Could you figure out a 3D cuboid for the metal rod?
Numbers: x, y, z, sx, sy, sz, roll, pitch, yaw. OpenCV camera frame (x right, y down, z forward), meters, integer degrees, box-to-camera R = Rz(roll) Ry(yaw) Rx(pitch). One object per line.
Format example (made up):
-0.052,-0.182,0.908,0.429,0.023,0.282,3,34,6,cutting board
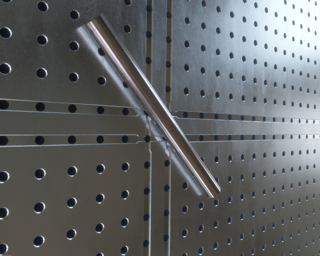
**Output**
0.004,-0.012,0.411,0.025,0.025,0.300,-50,120,-28,metal rod
